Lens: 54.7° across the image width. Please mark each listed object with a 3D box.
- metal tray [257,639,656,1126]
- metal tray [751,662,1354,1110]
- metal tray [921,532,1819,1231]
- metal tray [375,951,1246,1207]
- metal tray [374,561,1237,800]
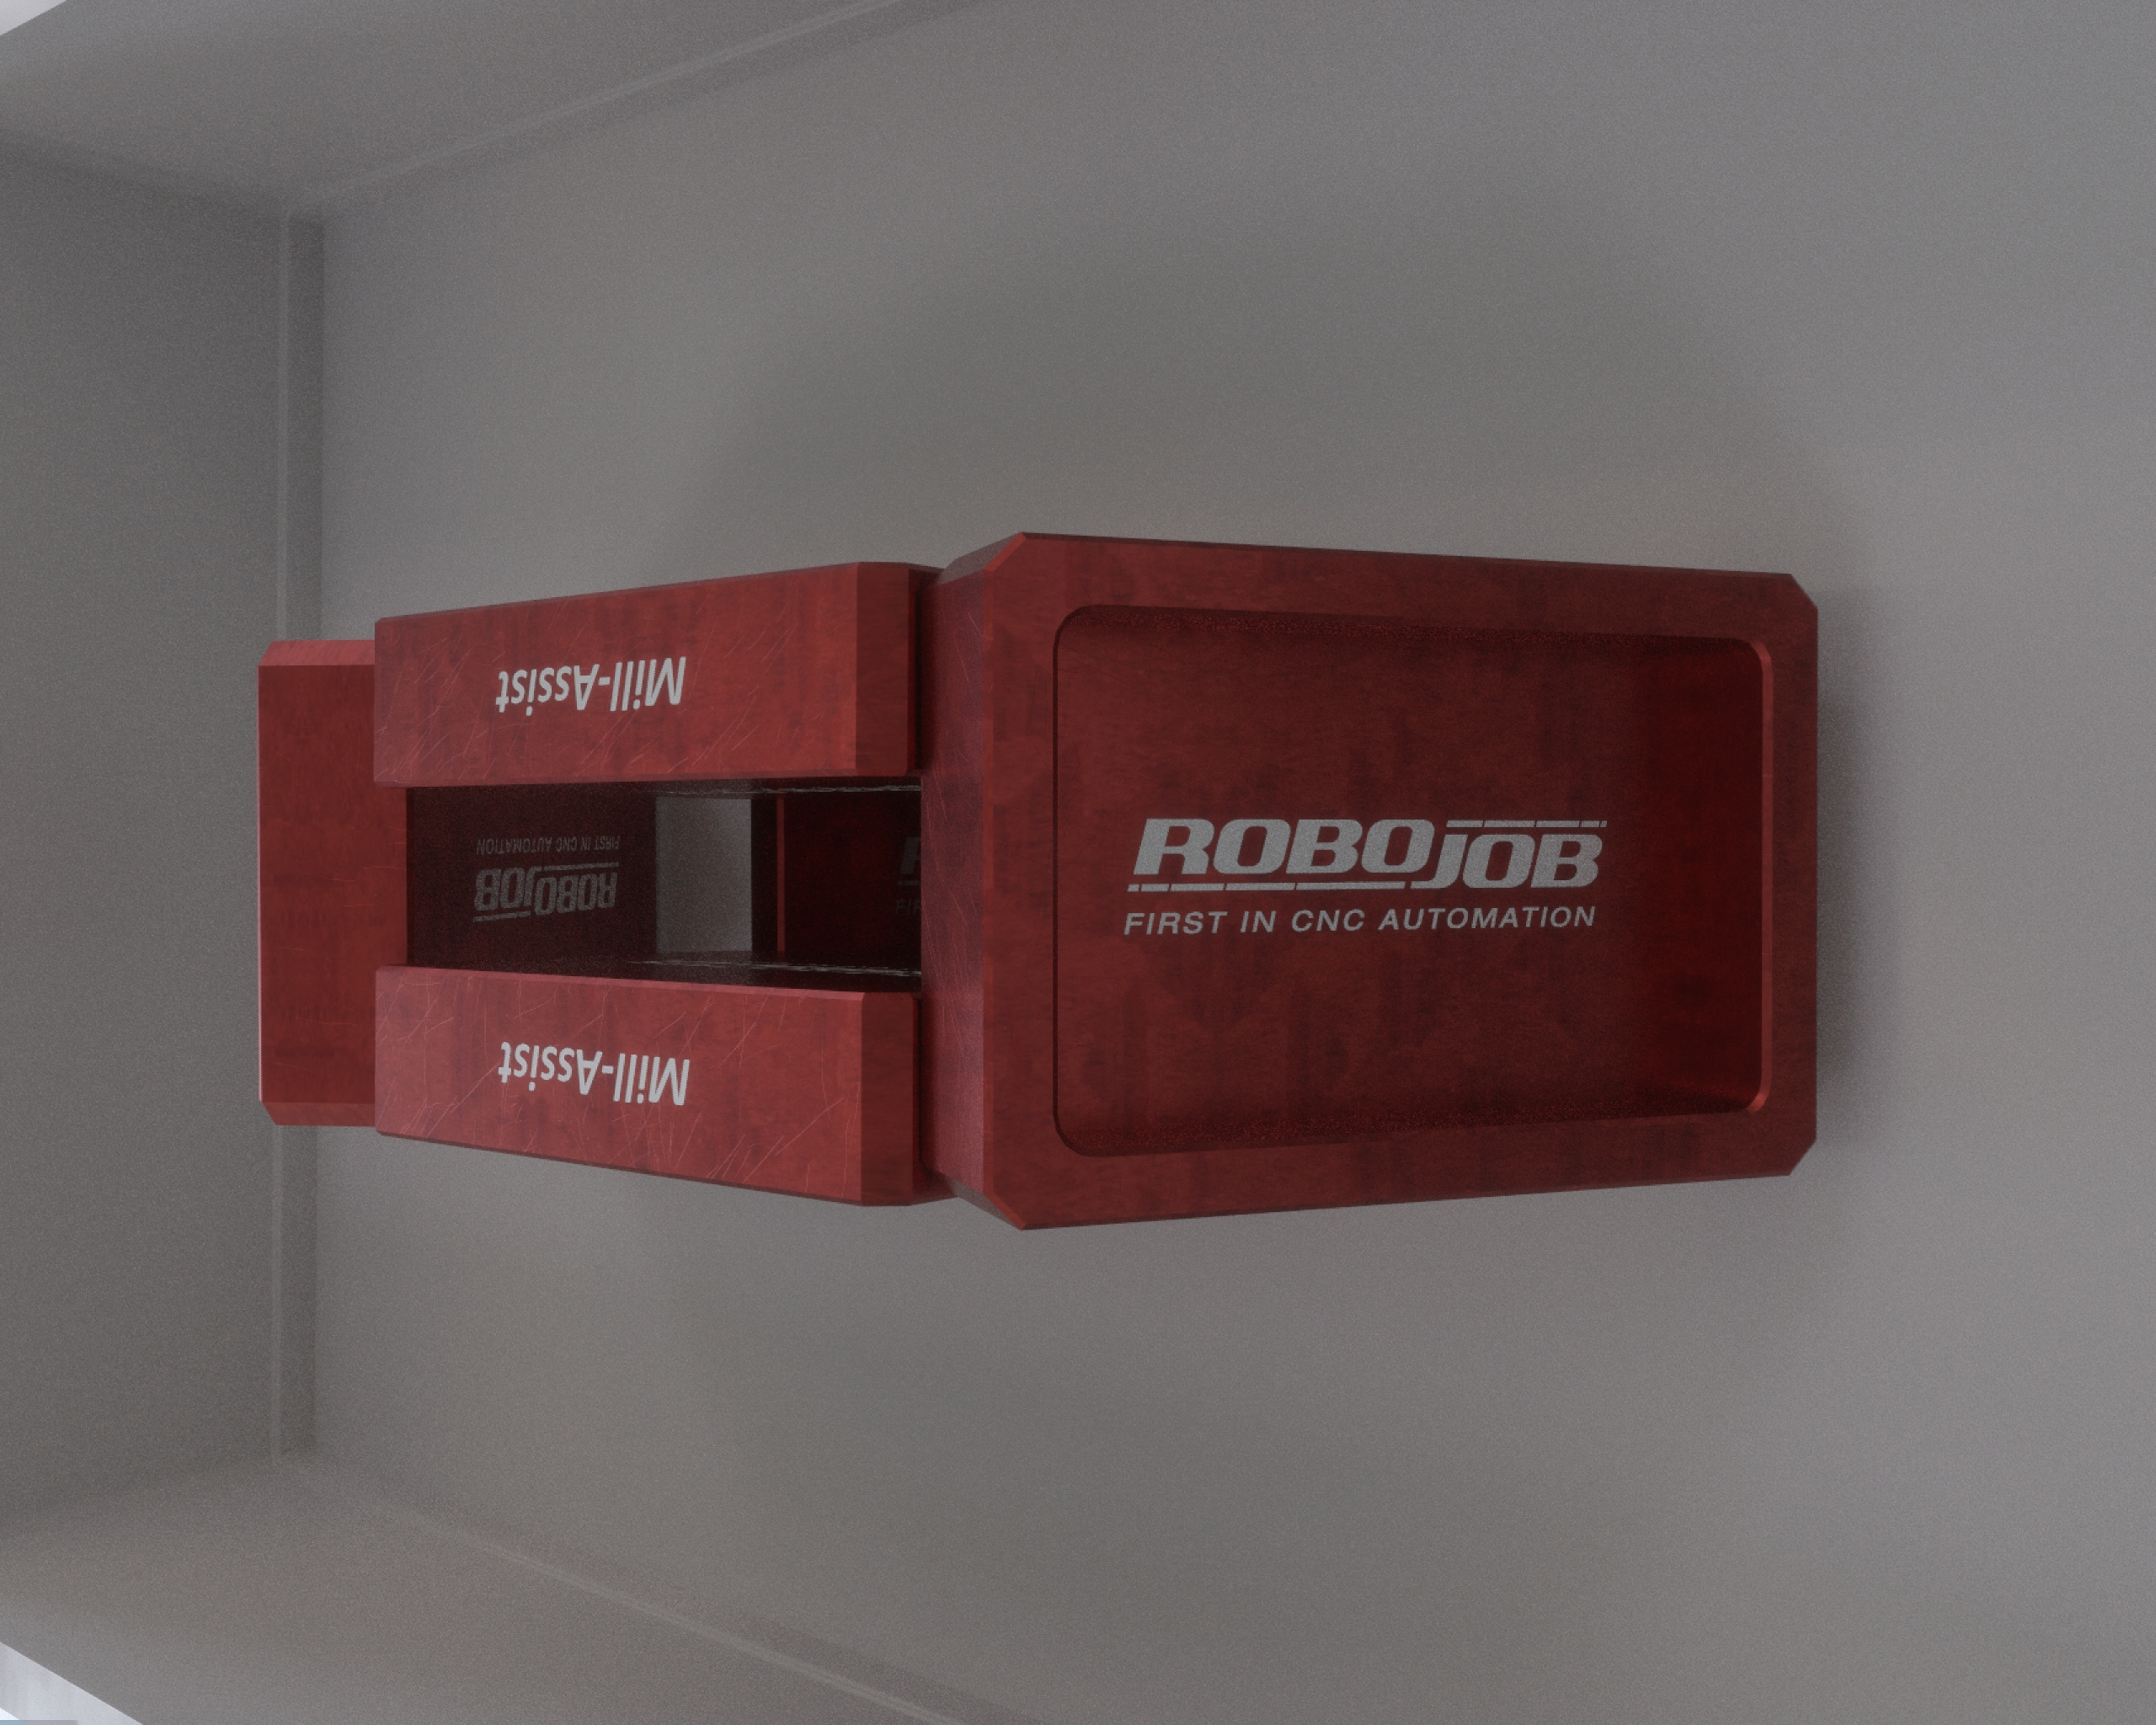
[{"bbox_3d":[-0.126,0.003,0.443,0.030,0.130,0.089,0,91,8],"label":"metal tray"},{"bbox_3d":[-0.009,0.003,0.410,0.130,0.030,0.089,0,90,39],"label":"metal tray"},{"bbox_3d":[0.044,0.002,0.301,0.030,0.131,0.089,-179,88,-69],"label":"metal tray"},{"bbox_3d":[-0.048,0.033,0.363,0.130,0.091,0.030,0,90,39],"label":"metal tray"},{"bbox_3d":[-0.048,-0.027,0.362,0.130,0.091,0.030,1,90,40],"label":"metal tray"}]
